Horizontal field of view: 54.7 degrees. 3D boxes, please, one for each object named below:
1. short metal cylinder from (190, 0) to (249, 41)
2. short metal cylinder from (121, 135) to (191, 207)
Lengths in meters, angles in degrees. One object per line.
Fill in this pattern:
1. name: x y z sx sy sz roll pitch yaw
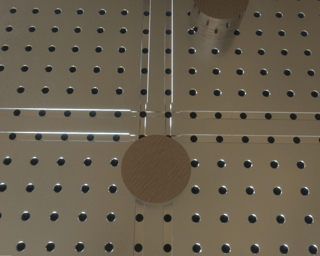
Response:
1. short metal cylinder: 0.087 -0.180 0.465 0.081 0.050 0.080 0 70 0
2. short metal cylinder: -0.004 0.054 0.379 0.081 0.050 0.080 0 70 0
